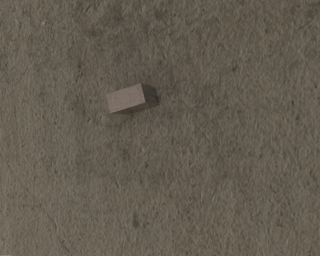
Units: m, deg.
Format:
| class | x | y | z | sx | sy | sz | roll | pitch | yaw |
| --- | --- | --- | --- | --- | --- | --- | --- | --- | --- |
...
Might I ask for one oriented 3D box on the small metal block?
| class | x | y | z | sx | sy | sz | roll | pitch | yaw |
| --- | --- | --- | --- | --- | --- | --- | --- | --- | --- |
| small metal block | -0.035 | -0.037 | 0.408 | 0.050 | 0.050 | 0.025 | -15 | 85 | 19 |
